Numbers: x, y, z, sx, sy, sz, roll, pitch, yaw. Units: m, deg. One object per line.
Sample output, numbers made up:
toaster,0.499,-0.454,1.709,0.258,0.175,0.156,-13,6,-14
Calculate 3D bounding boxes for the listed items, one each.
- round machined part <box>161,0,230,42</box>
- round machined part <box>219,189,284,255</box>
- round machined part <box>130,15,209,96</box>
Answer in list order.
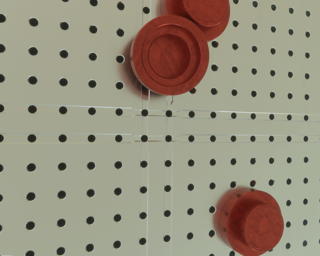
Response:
round machined part,0.054,-0.167,0.423,0.099,0.042,0.097,0,90,-20
round machined part,0.141,0.141,0.455,0.099,0.042,0.097,0,90,-20
round machined part,0.010,-0.092,0.401,0.099,0.042,0.097,-2,99,-14
